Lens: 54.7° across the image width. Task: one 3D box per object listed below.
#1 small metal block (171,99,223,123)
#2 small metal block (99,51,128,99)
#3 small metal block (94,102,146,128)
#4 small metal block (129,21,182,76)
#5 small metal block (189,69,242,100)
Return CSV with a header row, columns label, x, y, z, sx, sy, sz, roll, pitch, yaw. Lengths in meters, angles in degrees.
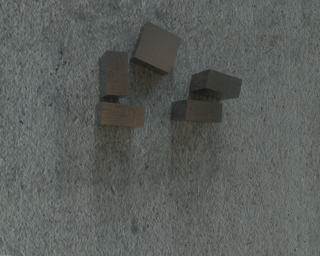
label,x,y,z,sx,sy,sz,roll,pitch,yaw
small metal block,0.048,-0.021,0.413,0.050,0.050,0.025,4,89,-20
small metal block,-0.057,-0.062,0.374,0.025,0.050,0.050,-1,90,-20
small metal block,-0.050,-0.015,0.377,0.050,0.050,0.025,5,88,-20
small metal block,-0.006,-0.103,0.407,0.050,0.025,0.050,22,83,-19
small metal block,0.075,-0.058,0.423,0.050,0.050,0.025,13,86,-20
